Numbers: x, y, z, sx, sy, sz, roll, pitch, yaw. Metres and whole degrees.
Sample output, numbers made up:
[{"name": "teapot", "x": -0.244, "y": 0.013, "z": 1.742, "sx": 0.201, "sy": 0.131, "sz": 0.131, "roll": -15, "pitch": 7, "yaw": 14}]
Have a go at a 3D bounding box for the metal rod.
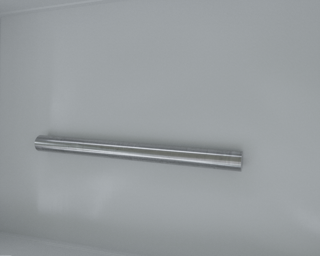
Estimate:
[{"name": "metal rod", "x": -0.042, "y": 0.032, "z": 0.425, "sx": 0.301, "sy": 0.025, "sz": 0.025, "roll": 4, "pitch": 91, "yaw": 20}]
